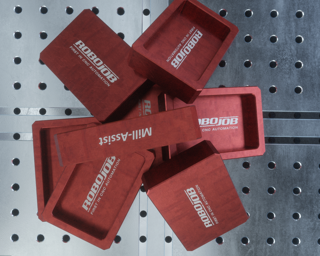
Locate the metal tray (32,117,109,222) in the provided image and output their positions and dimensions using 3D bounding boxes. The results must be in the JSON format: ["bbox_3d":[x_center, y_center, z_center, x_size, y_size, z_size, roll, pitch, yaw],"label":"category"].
[{"bbox_3d":[-0.115,0.052,0.410,0.090,0.030,0.129,-4,89,-1],"label":"metal tray"}]

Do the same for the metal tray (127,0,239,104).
[{"bbox_3d":[0.032,-0.101,0.377,0.090,0.030,0.130,34,57,0],"label":"metal tray"}]

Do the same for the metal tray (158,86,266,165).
[{"bbox_3d":[0.067,-0.005,0.393,0.131,0.030,0.090,-4,90,-17],"label":"metal tray"}]

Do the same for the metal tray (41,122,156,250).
[{"bbox_3d":[-0.073,0.069,0.380,0.090,0.030,0.130,27,90,0],"label":"metal tray"}]

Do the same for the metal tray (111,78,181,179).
[{"bbox_3d":[-0.018,0.000,0.410,0.091,0.030,0.129,-4,88,-2],"label":"metal tray"}]

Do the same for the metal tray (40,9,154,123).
[{"bbox_3d":[-0.078,-0.077,0.394,0.090,0.030,0.130,-45,75,0],"label":"metal tray"}]

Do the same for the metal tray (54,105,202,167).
[{"bbox_3d":[-0.027,0.007,0.316,0.131,0.090,0.030,-12,90,4],"label":"metal tray"}]

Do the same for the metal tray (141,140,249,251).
[{"bbox_3d":[0.046,0.087,0.378,0.090,0.030,0.130,-29,123,0],"label":"metal tray"}]
